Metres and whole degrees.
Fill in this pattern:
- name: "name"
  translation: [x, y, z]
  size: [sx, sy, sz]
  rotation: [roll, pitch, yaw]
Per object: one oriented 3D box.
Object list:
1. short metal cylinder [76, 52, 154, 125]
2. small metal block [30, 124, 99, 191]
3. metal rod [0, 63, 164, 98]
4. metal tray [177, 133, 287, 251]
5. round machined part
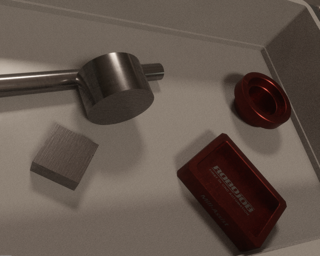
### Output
- name: "short metal cylinder"
  translation: [-0.053, -0.045, 0.370]
  size: [0.081, 0.080, 0.050]
  rotation: [-9, 67, -33]
- name: "small metal block"
  translation: [-0.102, 0.031, 0.333]
  size: [0.050, 0.025, 0.050]
  rotation: [29, 52, -11]
- name: "metal rod"
  translation: [-0.125, -0.057, 0.373]
  size: [0.303, 0.025, 0.025]
  rotation: [-12, 68, -33]
- name: "metal tray"
  translation: [0.096, 0.080, 0.406]
  size: [0.091, 0.030, 0.130]
  rotation: [-35, 82, -39]
- name: "round machined part"
  translation: [0.162, -0.040, 0.510]
  size: [0.099, 0.042, 0.098]
  rotation: [14, 56, -21]
